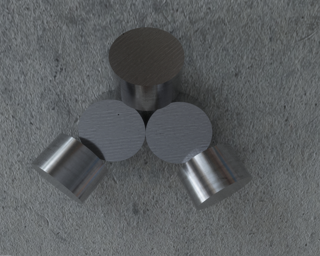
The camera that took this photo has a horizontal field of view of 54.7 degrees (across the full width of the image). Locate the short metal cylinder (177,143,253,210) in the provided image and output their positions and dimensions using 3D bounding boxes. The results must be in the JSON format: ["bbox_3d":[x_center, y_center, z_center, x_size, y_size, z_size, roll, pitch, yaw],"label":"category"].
[{"bbox_3d":[0.070,0.063,0.399,0.080,0.080,0.050,-35,65,12],"label":"short metal cylinder"}]

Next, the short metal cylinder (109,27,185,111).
[{"bbox_3d":[-0.015,-0.066,0.351,0.081,0.080,0.050,2,153,-1],"label":"short metal cylinder"}]

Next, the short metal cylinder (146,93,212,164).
[{"bbox_3d":[0.023,-0.001,0.397,0.081,0.050,0.079,0,110,0],"label":"short metal cylinder"}]

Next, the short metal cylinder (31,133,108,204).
[{"bbox_3d":[-0.114,0.052,0.393,0.080,0.080,0.050,44,64,-15],"label":"short metal cylinder"}]

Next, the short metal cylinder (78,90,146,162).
[{"bbox_3d":[-0.058,-0.004,0.395,0.081,0.050,0.079,0,110,0],"label":"short metal cylinder"}]
